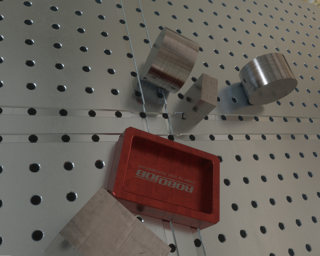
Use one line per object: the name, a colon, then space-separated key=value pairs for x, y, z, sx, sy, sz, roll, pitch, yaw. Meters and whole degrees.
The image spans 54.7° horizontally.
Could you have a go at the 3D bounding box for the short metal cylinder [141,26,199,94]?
short metal cylinder: x=0.013 y=-0.094 z=0.437 sx=0.050 sy=0.080 sz=0.080 roll=23 pitch=53 yaw=-14

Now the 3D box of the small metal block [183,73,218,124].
small metal block: x=0.059 y=-0.042 z=0.450 sx=0.025 sy=0.050 sz=0.050 roll=21 pitch=54 yaw=-16

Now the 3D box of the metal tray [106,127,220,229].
metal tray: x=0.009 y=0.061 z=0.372 sx=0.131 sy=0.030 sz=0.090 roll=19 pitch=54 yaw=-17

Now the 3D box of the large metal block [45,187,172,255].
large metal block: x=-0.050 y=0.109 z=0.279 sx=0.080 sy=0.080 sz=0.050 roll=42 pitch=51 yaw=0

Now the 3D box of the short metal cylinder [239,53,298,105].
short metal cylinder: x=0.180 y=-0.080 z=0.519 sx=0.081 sy=0.080 sz=0.050 roll=-1 pitch=62 yaw=-29
